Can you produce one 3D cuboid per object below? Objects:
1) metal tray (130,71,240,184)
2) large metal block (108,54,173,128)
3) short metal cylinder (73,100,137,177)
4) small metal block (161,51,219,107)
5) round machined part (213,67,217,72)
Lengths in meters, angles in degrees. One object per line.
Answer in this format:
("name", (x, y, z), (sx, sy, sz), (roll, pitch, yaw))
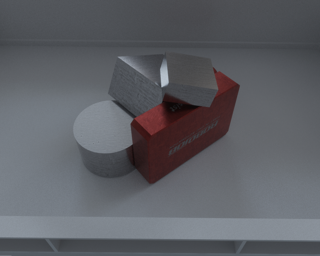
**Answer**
("metal tray", (0.030, 0.000, 0.361), (0.131, 0.089, 0.030), (-31, 56, -24))
("large metal block", (-0.003, -0.049, 0.382), (0.080, 0.050, 0.081), (39, 35, 27))
("short metal cylinder", (-0.059, 0.012, 0.375), (0.081, 0.050, 0.080), (0, 50, 0))
("small metal block", (0.029, -0.051, 0.322), (0.050, 0.025, 0.050), (7, 48, -12))
("round machined part", (0.047, -0.060, 0.443), (0.099, 0.042, 0.098), (0, 50, 0))
